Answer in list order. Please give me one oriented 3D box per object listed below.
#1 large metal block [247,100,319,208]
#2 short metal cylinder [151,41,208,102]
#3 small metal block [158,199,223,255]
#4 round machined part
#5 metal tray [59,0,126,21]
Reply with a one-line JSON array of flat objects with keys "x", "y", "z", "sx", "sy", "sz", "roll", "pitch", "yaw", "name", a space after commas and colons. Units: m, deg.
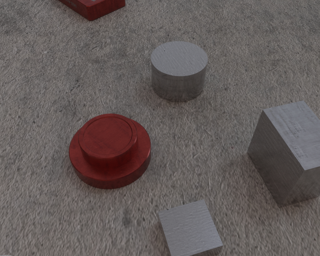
[{"x": 0.146, "y": 0.030, "z": 0.344, "sx": 0.050, "sy": 0.080, "sz": 0.080, "roll": -13, "pitch": 51, "yaw": -10, "name": "large metal block"}, {"x": 0.027, "y": -0.084, "z": 0.458, "sx": 0.081, "sy": 0.050, "sz": 0.080, "roll": 0, "pitch": 50, "yaw": 0, "name": "short metal cylinder"}, {"x": 0.029, "y": 0.106, "z": 0.314, "sx": 0.050, "sy": 0.025, "sz": 0.050, "roll": -13, "pitch": 51, "yaw": -11, "name": "small metal block"}, {"x": -0.060, "y": 0.021, "z": 0.375, "sx": 0.099, "sy": 0.042, "sz": 0.098, "roll": 0, "pitch": 50, "yaw": 0, "name": "round machined part"}, {"x": -0.144, "y": -0.270, "z": 0.625, "sx": 0.091, "sy": 0.030, "sz": 0.130, "roll": -36, "pitch": 59, "yaw": -27, "name": "metal tray"}]
